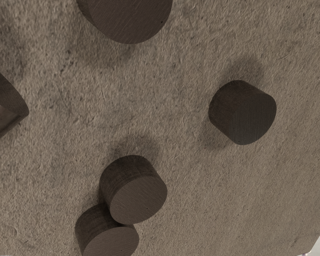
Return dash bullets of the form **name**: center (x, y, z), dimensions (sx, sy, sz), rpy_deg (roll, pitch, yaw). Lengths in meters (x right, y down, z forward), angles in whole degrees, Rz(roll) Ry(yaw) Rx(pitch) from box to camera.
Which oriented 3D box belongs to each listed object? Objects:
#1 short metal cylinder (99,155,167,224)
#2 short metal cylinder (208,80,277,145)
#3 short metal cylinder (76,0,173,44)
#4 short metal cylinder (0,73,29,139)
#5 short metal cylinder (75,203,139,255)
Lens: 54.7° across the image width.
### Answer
- **short metal cylinder**: center (-0.037, 0.084, 0.424), dimensions (0.081, 0.050, 0.079), rpy_deg (-14, 125, -21)
- **short metal cylinder**: center (0.117, -0.022, 0.443), dimensions (0.081, 0.050, 0.079), rpy_deg (-14, 125, -21)
- **short metal cylinder**: center (-0.035, -0.126, 0.295), dimensions (0.081, 0.050, 0.079), rpy_deg (-14, 125, -21)
- **short metal cylinder**: center (-0.163, -0.024, 0.267), dimensions (0.050, 0.080, 0.080), rpy_deg (-41, 130, -1)
- **short metal cylinder**: center (-0.077, 0.155, 0.446), dimensions (0.081, 0.050, 0.079), rpy_deg (-14, 125, -21)
